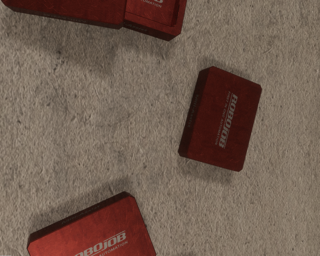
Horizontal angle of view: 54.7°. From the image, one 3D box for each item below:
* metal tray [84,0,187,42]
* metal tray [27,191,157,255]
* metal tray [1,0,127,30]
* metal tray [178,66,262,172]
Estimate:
[{"bbox_3d":[-0.031,-0.174,0.395,0.131,0.030,0.090,12,86,-20],"label":"metal tray"},{"bbox_3d":[-0.080,0.146,0.378,0.131,0.030,0.090,-22,98,-19],"label":"metal tray"},{"bbox_3d":[-0.101,-0.168,0.346,0.131,0.030,0.089,8,96,-7],"label":"metal tray"},{"bbox_3d":[0.086,-0.011,0.440,0.091,0.030,0.129,17,84,-20],"label":"metal tray"}]
